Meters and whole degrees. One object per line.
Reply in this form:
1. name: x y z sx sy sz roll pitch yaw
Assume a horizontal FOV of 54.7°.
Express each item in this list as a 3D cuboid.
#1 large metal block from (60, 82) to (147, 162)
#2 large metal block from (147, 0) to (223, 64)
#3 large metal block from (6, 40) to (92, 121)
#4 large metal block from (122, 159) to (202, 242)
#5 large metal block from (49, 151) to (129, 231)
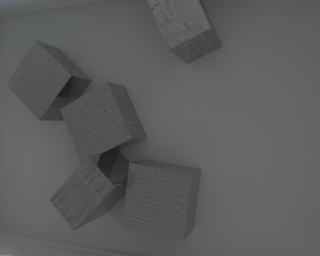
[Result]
1. large metal block: -0.077 -0.006 0.424 0.080 0.050 0.080 -26 81 18
2. large metal block: 0.030 -0.131 0.371 0.050 0.080 0.080 -25 82 18
3. large metal block: -0.162 -0.067 0.455 0.080 0.050 0.080 43 103 15
4. large metal block: 0.003 0.088 0.396 0.080 0.050 0.079 8 93 19
5. large metal block: -0.082 0.079 0.410 0.050 0.080 0.080 46 104 14
